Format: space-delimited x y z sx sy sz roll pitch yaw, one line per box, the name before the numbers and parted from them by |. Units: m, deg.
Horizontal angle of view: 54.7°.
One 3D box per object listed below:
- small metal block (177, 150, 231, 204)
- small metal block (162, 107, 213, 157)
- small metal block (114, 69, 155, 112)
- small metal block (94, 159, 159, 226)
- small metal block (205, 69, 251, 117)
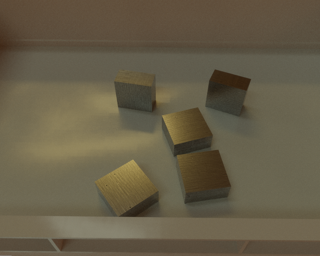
small metal block | 0.049 0.056 0.359 0.050 0.025 0.050 -7 50 -6
small metal block | 0.034 0.004 0.402 0.050 0.025 0.050 -13 51 -11
small metal block | -0.033 -0.051 0.432 0.050 0.050 0.025 9 51 7
small metal block | -0.037 0.071 0.345 0.050 0.025 0.050 -29 56 -22
small metal block | 0.093 -0.048 0.430 0.050 0.050 0.025 18 53 15
